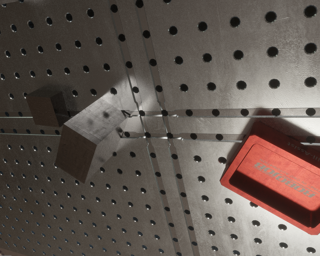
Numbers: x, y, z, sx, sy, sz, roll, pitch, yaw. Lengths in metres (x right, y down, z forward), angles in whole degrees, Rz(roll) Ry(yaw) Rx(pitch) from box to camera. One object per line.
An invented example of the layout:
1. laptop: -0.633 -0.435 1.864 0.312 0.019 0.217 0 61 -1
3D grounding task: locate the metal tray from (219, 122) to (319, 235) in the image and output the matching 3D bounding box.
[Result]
1. metal tray: 0.149 0.061 0.366 0.130 0.030 0.089 29 128 9

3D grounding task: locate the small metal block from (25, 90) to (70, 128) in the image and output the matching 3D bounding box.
1. small metal block: -0.174 -0.031 0.482 0.050 0.025 0.050 6 121 24

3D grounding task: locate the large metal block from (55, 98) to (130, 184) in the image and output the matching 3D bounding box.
1. large metal block: -0.095 0.017 0.434 0.050 0.080 0.079 32 128 7

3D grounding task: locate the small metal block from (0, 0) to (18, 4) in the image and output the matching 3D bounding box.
1. small metal block: -0.211 -0.185 0.390 0.050 0.050 0.025 49 128 -7
